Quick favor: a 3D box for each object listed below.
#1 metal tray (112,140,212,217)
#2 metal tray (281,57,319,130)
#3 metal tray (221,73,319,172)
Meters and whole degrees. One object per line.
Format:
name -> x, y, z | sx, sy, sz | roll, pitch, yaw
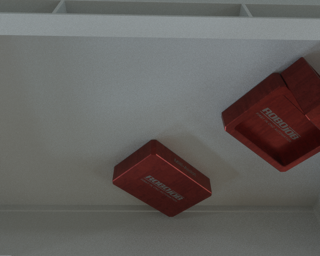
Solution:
metal tray -> 0.005, 0.082, 0.476 | 0.090, 0.030, 0.130 | -37, 122, 27
metal tray -> 0.201, -0.015, 0.356 | 0.130, 0.090, 0.030 | 33, 122, -26
metal tray -> 0.157, -0.002, 0.406 | 0.130, 0.030, 0.090 | 34, 122, -26
